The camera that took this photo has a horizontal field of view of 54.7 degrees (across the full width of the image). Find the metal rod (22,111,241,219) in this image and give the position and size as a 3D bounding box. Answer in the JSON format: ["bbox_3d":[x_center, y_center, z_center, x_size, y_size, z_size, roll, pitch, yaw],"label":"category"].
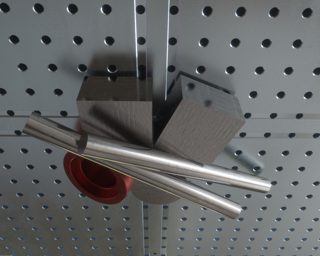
[{"bbox_3d":[-0.017,0.056,0.387,0.301,0.025,0.025,27,125,-23],"label":"metal rod"}]

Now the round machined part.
[{"bbox_3d":[-0.079,0.056,0.428,0.098,0.042,0.097,14,129,18],"label":"round machined part"}]

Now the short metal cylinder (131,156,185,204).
[{"bbox_3d":[-0.001,0.065,0.445,0.081,0.050,0.079,0,130,0],"label":"short metal cylinder"}]

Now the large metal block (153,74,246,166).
[{"bbox_3d":[0.044,-0.008,0.383,0.080,0.050,0.079,19,128,-16],"label":"large metal block"}]

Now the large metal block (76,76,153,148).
[{"bbox_3d":[-0.049,-0.015,0.373,0.081,0.050,0.079,1,130,-1],"label":"large metal block"}]

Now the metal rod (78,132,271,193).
[{"bbox_3d":[0.041,0.053,0.403,0.302,0.025,0.025,17,130,-33],"label":"metal rod"}]
